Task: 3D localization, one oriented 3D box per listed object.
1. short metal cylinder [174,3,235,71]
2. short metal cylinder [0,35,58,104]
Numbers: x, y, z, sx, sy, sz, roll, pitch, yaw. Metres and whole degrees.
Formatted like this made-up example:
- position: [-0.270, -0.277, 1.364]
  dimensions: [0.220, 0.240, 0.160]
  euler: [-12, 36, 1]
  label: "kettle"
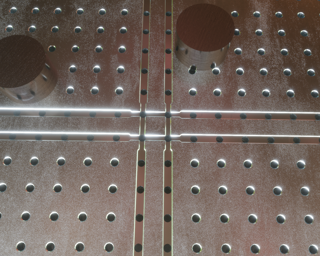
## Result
- position: [0.062, -0.130, 0.447]
  dimensions: [0.081, 0.050, 0.080]
  euler: [0, 70, 0]
  label: "short metal cylinder"
- position: [-0.189, -0.079, 0.425]
  dimensions: [0.081, 0.050, 0.080]
  euler: [0, 70, -1]
  label: "short metal cylinder"
